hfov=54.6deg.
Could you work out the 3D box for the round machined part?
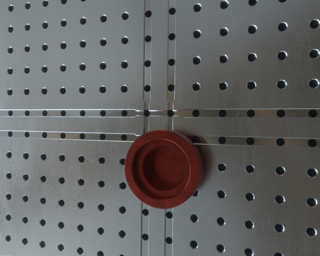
[{"bbox_3d":[0.007,0.051,0.401,0.098,0.042,0.097,0,90,20],"label":"round machined part"}]
